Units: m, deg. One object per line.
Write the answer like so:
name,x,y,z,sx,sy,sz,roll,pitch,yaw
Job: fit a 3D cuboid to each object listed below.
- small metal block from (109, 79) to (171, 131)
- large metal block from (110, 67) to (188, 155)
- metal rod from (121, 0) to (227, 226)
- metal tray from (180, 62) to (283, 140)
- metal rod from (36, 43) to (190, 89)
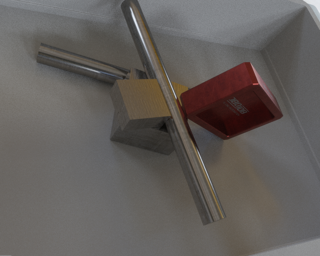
small metal block,-0.022,-0.027,0.345,0.050,0.025,0.050,-7,65,-32
large metal block,-0.012,-0.020,0.395,0.081,0.050,0.080,17,55,-19
metal rod,0.007,-0.036,0.367,0.025,0.025,0.299,-7,65,-32
metal tray,0.096,-0.027,0.398,0.130,0.090,0.030,25,46,-54
metal rod,-0.012,-0.060,0.436,0.302,0.025,0.025,14,56,-21
